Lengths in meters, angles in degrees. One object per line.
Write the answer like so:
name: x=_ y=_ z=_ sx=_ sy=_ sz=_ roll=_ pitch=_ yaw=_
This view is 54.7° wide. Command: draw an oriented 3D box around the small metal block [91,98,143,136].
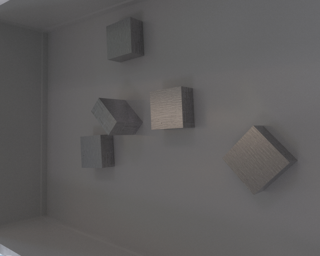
small metal block: x=-0.061 y=-0.016 z=0.441 sx=0.050 sy=0.050 sz=0.025 roll=50 pitch=120 yaw=28

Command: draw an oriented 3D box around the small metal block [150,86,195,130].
small metal block: x=0.015 y=-0.024 z=0.394 sx=0.050 sy=0.025 sz=0.050 roll=-4 pitch=87 yaw=40

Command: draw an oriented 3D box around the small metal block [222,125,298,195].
small metal block: x=0.103 y=0.033 z=0.322 sx=0.050 sy=0.025 sz=0.050 roll=52 pitch=120 yaw=27

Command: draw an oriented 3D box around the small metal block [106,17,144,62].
small metal block: x=-0.051 y=-0.126 z=0.449 sx=0.050 sy=0.025 sz=0.050 roll=-5 pitch=87 yaw=40

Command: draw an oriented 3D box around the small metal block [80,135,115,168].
small metal block: x=-0.099 y=0.037 z=0.489 sx=0.050 sy=0.025 sz=0.050 roll=-6 pitch=86 yaw=40
